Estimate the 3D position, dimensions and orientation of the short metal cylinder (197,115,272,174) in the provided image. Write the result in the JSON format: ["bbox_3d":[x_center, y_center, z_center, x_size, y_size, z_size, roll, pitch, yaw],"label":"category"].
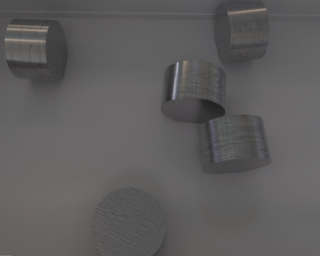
[{"bbox_3d":[0.088,0.022,0.373,0.081,0.080,0.050,-4,70,-2],"label":"short metal cylinder"}]

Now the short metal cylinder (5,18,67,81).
[{"bbox_3d":[-0.164,-0.105,0.418,0.050,0.080,0.080,3,70,1],"label":"short metal cylinder"}]

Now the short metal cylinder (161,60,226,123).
[{"bbox_3d":[0.043,-0.044,0.396,0.080,0.080,0.050,5,70,2],"label":"short metal cylinder"}]

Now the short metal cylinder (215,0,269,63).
[{"bbox_3d":[0.111,-0.133,0.430,0.050,0.080,0.080,-8,70,-3],"label":"short metal cylinder"}]

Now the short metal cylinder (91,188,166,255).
[{"bbox_3d":[-0.034,0.112,0.355,0.081,0.050,0.080,0,70,0],"label":"short metal cylinder"}]
